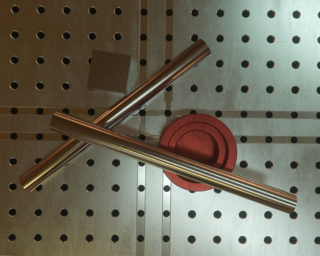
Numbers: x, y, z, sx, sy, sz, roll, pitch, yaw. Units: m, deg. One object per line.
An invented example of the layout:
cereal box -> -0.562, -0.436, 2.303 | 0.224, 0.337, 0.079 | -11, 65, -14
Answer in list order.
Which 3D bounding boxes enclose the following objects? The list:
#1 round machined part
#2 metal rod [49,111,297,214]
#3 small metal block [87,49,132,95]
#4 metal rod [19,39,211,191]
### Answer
round machined part -> 0.047, 0.030, 0.406 | 0.099, 0.042, 0.097 | 0, 90, -1
metal rod -> 0.016, 0.041, 0.371 | 0.302, 0.025, 0.025 | 19, 90, -1
small metal block -> -0.066, -0.073, 0.412 | 0.050, 0.025, 0.050 | 9, 90, -1
metal rod -> -0.059, -0.017, 0.412 | 0.301, 0.025, 0.025 | -38, 90, -1
